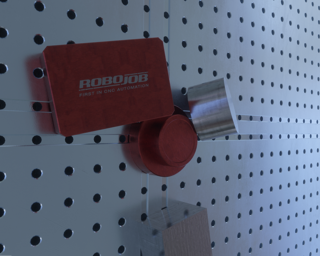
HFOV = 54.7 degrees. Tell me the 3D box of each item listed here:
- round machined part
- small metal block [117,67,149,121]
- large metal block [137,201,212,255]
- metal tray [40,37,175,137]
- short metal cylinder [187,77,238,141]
[{"bbox_3d":[0.012,0.016,0.410,0.099,0.042,0.097,0,90,-40],"label":"round machined part"},{"bbox_3d":[-0.029,-0.042,0.387,0.050,0.025,0.050,-44,117,-31],"label":"small metal block"},{"bbox_3d":[0.021,0.154,0.414,0.081,0.050,0.079,-13,99,-40],"label":"large metal block"},{"bbox_3d":[-0.054,-0.047,0.340,0.131,0.030,0.089,-13,96,-25],"label":"metal tray"},{"bbox_3d":[0.075,-0.026,0.435,0.080,0.050,0.080,-14,90,-72],"label":"short metal cylinder"}]
